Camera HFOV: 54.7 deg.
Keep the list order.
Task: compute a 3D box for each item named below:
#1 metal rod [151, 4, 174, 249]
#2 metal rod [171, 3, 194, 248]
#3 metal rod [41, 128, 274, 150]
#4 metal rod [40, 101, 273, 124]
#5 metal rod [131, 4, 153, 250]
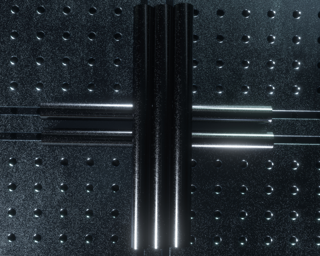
[{"bbox_3d":[0.003,-0.002,0.389,0.025,0.025,0.298,1,90,-1],"label":"metal rod"},{"bbox_3d":[0.028,-0.003,0.389,0.025,0.025,0.298,1,90,-1],"label":"metal rod"},{"bbox_3d":[-0.002,0.014,0.414,0.302,0.025,0.025,1,90,-1],"label":"metal rod"},{"bbox_3d":[-0.004,-0.021,0.413,0.302,0.025,0.025,1,90,-1],"label":"metal rod"},{"bbox_3d":[-0.022,-0.001,0.388,0.025,0.025,0.298,1,90,-1],"label":"metal rod"}]
